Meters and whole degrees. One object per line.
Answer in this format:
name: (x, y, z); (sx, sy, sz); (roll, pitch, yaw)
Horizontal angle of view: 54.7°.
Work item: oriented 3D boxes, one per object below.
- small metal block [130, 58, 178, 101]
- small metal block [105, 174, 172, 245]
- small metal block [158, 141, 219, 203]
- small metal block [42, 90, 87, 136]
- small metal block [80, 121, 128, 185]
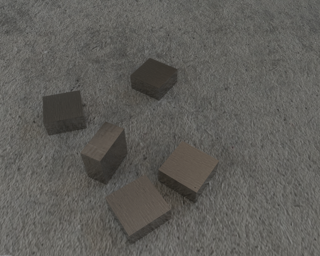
small metal block: (-0.008, -0.074, 0.465); (0.050, 0.025, 0.050); (27, 55, 20)
small metal block: (-0.023, 0.086, 0.331); (0.050, 0.025, 0.050); (-28, 55, -21)
small metal block: (0.033, 0.050, 0.361); (0.050, 0.025, 0.050); (28, 55, 22)
small metal block: (-0.129, -0.021, 0.420); (0.050, 0.025, 0.050); (-11, 51, -10)
small metal block: (-0.063, 0.030, 0.362); (0.025, 0.050, 0.050); (20, 53, 16)
